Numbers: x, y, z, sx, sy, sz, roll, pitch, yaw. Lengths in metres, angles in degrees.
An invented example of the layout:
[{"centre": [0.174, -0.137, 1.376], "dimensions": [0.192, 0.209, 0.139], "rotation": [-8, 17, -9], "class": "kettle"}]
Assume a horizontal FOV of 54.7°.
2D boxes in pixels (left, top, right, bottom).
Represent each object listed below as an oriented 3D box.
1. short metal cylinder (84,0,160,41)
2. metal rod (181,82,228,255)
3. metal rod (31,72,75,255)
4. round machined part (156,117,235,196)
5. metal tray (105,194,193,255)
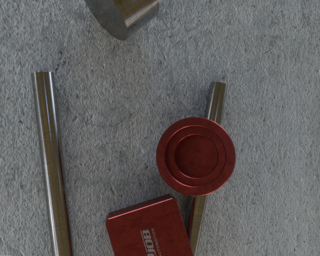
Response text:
[{"centre": [-0.047, -0.151, 0.362], "dimensions": [0.050, 0.080, 0.080], "rotation": [-43, 104, -15], "class": "short metal cylinder"}, {"centre": [0.055, 0.084, 0.429], "dimensions": [0.025, 0.025, 0.298], "rotation": [13, 86, -20], "class": "metal rod"}, {"centre": [-0.121, 0.085, 0.364], "dimensions": [0.025, 0.025, 0.298], "rotation": [-7, 92, -20], "class": "metal rod"}, {"centre": [0.048, 0.037, 0.402], "dimensions": [0.098, 0.042, 0.097], "rotation": [-2, 83, 15], "class": "round machined part"}, {"centre": [-0.007, 0.159, 0.389], "dimensions": [0.091, 0.030, 0.129], "rotation": [-16, 90, -8], "class": "metal tray"}]
